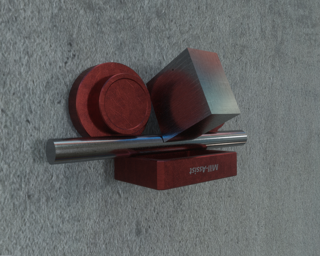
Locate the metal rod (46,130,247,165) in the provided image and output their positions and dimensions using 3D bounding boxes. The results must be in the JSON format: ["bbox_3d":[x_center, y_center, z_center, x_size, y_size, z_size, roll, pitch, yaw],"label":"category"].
[{"bbox_3d":[0.012,0.019,0.391,0.302,0.025,0.025,-2,91,-40],"label":"metal rod"}]

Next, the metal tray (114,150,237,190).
[{"bbox_3d":[0.021,0.046,0.384,0.131,0.090,0.030,-2,91,-40],"label":"metal tray"}]

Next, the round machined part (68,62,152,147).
[{"bbox_3d":[-0.049,-0.026,0.353,0.099,0.042,0.097,0,90,-40],"label":"round machined part"}]

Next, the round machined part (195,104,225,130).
[{"bbox_3d":[0.062,-0.031,0.448,0.099,0.042,0.097,0,90,-40],"label":"round machined part"}]

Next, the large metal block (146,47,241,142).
[{"bbox_3d":[0.036,-0.036,0.368,0.050,0.080,0.080,-3,68,-41],"label":"large metal block"}]
